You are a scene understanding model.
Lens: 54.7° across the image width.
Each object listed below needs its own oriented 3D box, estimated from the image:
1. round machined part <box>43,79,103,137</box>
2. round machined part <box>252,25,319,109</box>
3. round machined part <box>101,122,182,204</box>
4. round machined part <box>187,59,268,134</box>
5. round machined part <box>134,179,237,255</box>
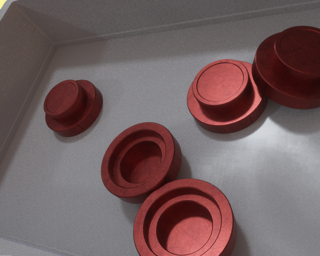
[{"bbox_3d":[-0.145,-0.038,0.494,0.098,0.042,0.098,-13,56,21],"label":"round machined part"},{"bbox_3d":[0.154,-0.072,0.337,0.099,0.042,0.098,-1,60,2],"label":"round machined part"},{"bbox_3d":[-0.019,0.045,0.374,0.098,0.042,0.098,-16,51,21],"label":"round machined part"},{"bbox_3d":[0.079,-0.045,0.381,0.098,0.042,0.098,-13,56,21],"label":"round machined part"},{"bbox_3d":[0.027,0.103,0.308,0.098,0.042,0.098,-13,44,13],"label":"round machined part"}]
